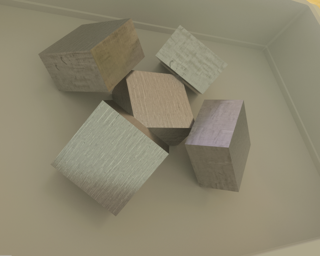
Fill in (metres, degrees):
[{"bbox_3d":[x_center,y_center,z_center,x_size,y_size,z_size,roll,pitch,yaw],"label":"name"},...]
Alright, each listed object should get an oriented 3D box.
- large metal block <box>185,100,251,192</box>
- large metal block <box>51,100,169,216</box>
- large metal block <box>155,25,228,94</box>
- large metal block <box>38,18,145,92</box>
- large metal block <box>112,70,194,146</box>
[{"bbox_3d":[0.077,0.021,0.388,0.080,0.050,0.080,-62,144,-39],"label":"large metal block"},{"bbox_3d":[-0.047,0.027,0.319,0.080,0.050,0.080,39,95,-2],"label":"large metal block"},{"bbox_3d":[0.044,-0.093,0.441,0.080,0.050,0.080,39,8,-1],"label":"large metal block"},{"bbox_3d":[-0.078,-0.086,0.368,0.080,0.080,0.050,-54,137,-39],"label":"large metal block"},{"bbox_3d":[-0.010,-0.024,0.395,0.081,0.050,0.080,1,62,-28],"label":"large metal block"}]
